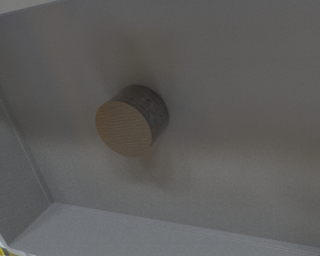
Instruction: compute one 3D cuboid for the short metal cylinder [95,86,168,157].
[{"bbox_3d":[-0.036,-0.009,0.404,0.080,0.050,0.080,13,124,21],"label":"short metal cylinder"}]
